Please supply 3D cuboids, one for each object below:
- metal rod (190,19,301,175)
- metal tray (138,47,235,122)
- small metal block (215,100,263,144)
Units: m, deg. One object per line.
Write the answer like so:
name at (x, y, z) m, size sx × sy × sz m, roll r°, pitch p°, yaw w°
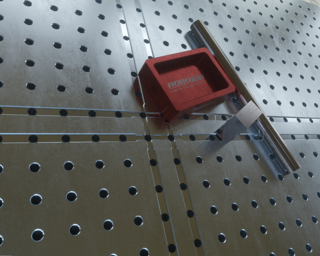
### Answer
metal rod at (0.136, -0.060, 0.517) m, size 0.025 × 0.025 × 0.299 m, roll -19°, pitch 72°, yaw -35°
metal tray at (0.043, -0.070, 0.470) m, size 0.131 × 0.030 × 0.090 m, roll -22°, pitch 73°, yaw -36°
small metal block at (0.117, -0.008, 0.460) m, size 0.025 × 0.050 × 0.050 m, roll 49°, pitch 51°, yaw 6°
